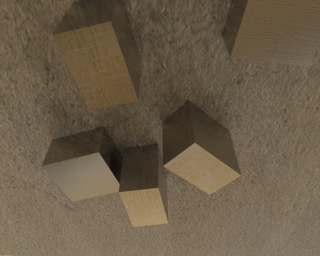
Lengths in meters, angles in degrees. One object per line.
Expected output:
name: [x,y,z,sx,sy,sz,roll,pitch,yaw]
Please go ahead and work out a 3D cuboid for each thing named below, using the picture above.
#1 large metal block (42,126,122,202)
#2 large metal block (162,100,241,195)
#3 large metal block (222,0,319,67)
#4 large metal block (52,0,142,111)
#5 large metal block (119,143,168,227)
large metal block: [-0.101,0.052,0.434,0.080,0.050,0.080,-14,129,11]
large metal block: [0.050,0.024,0.393,0.080,0.080,0.050,35,122,-26]
large metal block: [0.114,-0.111,0.298,0.081,0.050,0.079,6,130,-6]
large metal block: [-0.054,-0.077,0.305,0.050,0.080,0.080,-11,130,8]
large metal block: [-0.020,0.081,0.440,0.050,0.080,0.080,-8,130,6]
